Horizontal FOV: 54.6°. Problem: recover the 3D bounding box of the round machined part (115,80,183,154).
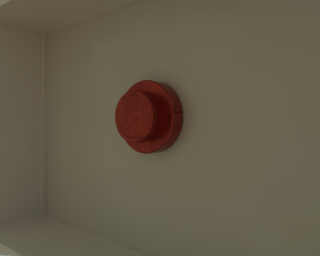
[{"bbox_3d":[-0.021,-0.015,0.411,0.098,0.042,0.097,0,90,40],"label":"round machined part"}]
